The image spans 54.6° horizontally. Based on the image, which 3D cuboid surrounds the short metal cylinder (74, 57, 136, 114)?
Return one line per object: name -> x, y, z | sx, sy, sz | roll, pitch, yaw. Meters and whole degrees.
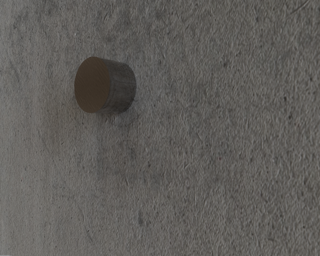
short metal cylinder -> -0.081, -0.061, 0.457 | 0.080, 0.050, 0.080 | 0, 90, 40
